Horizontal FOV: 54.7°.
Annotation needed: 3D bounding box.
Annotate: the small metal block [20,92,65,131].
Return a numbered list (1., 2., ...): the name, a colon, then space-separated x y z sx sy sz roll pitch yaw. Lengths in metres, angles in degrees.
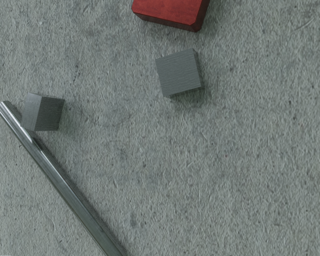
1. small metal block: -0.171 -0.023 0.454 0.025 0.050 0.050 17 96 19

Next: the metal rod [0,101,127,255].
1. metal rod: -0.153 0.073 0.461 0.025 0.025 0.300 -46 76 14

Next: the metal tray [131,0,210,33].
1. metal tray: 0.026 -0.198 0.397 0.090 0.030 0.129 20 96 18

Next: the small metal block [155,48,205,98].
1. small metal block: 0.026 -0.070 0.399 0.050 0.025 0.050 -13 86 19
